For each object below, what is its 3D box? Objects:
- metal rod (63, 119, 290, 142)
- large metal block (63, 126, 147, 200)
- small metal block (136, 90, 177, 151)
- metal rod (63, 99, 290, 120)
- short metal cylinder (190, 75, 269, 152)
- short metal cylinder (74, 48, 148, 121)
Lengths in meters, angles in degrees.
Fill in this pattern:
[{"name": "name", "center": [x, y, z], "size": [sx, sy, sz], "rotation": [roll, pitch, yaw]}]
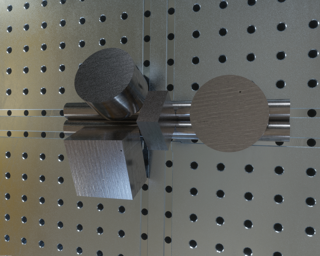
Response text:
[{"name": "metal rod", "center": [0.007, 0.002, 0.406], "size": [0.301, 0.025, 0.025], "rotation": [1, 90, 19]}, {"name": "large metal block", "center": [-0.069, 0.043, 0.405], "size": [0.080, 0.050, 0.079], "rotation": [-1, 110, 20]}, {"name": "small metal block", "center": [-0.002, -0.009, 0.366], "size": [0.025, 0.050, 0.050], "rotation": [1, 48, 20]}, {"name": "metal rod", "center": [0.007, -0.023, 0.406], "size": [0.301, 0.025, 0.025], "rotation": [1, 90, 19]}, {"name": "short metal cylinder", "center": [0.078, -0.015, 0.341], "size": [0.080, 0.050, 0.079], "rotation": [0, 90, 20]}, {"name": "short metal cylinder", "center": [-0.062, -0.056, 0.402], "size": [0.080, 0.050, 0.080], "rotation": [-7, 64, 16]}]
